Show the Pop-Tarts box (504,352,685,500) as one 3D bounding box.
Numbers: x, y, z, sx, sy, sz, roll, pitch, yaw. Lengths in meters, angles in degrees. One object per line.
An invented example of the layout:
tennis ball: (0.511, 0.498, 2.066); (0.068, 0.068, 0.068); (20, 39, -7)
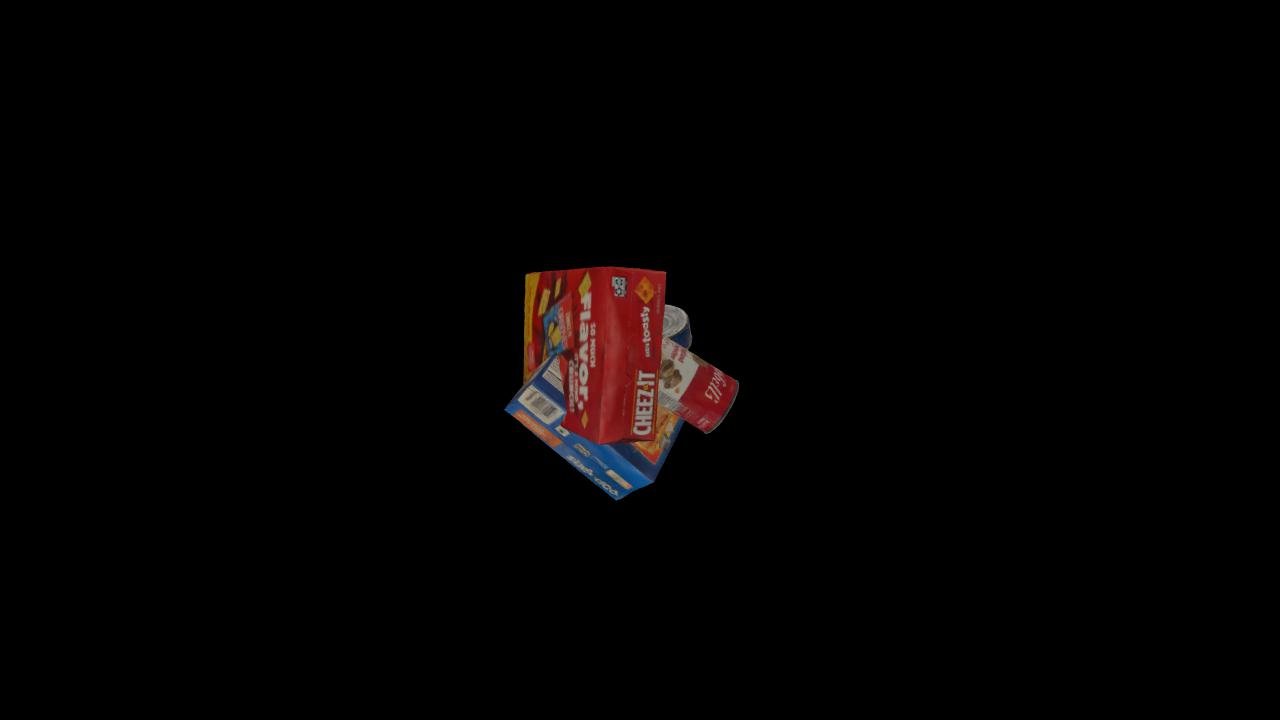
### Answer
Pop-Tarts box: (-0.039, 0.047, 0.697); (0.167, 0.141, 0.083); (42, -41, -12)

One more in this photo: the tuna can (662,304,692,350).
tuna can: (0.022, -0.034, 0.768); (0.084, 0.034, 0.084); (-8, 37, 6)

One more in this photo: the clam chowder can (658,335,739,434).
clam chowder can: (0.045, 0.025, 0.660); (0.102, 0.068, 0.068); (31, -4, -6)

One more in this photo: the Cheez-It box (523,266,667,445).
Cheez-It box: (-0.059, -0.013, 0.660); (0.071, 0.166, 0.223); (0, 4, -29)
